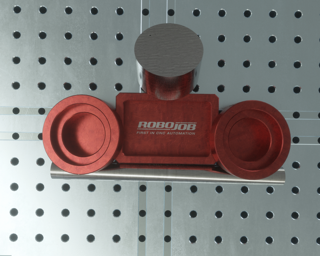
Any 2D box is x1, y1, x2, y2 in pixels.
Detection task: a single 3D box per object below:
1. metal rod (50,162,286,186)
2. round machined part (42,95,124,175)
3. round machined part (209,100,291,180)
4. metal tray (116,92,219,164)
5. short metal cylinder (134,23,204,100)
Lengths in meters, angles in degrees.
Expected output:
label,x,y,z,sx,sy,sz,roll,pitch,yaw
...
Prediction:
label,x,y,z,sx,sy,sz,roll,pitch,yaw
metal rod,0.011,0.059,0.409,0.302,0.025,0.025,2,90,0
round machined part,-0.094,0.009,0.395,0.099,0.042,0.097,0,87,8
round machined part,0.111,0.015,0.397,0.099,0.042,0.097,0,88,-8
metal tray,0.009,0.000,0.406,0.131,0.030,0.089,1,91,-1
short metal cylinder,0.010,-0.081,0.382,0.081,0.050,0.080,0,64,0
